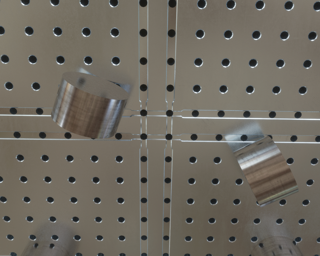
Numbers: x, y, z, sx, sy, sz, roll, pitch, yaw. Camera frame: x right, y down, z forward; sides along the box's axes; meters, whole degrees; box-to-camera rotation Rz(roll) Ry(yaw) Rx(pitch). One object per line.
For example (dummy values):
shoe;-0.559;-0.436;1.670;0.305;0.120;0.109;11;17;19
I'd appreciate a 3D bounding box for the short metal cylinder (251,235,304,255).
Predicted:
short metal cylinder;0.188;0.217;0.482;0.081;0.050;0.079;0;110;0

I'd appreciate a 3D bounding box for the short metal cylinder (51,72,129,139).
short metal cylinder;-0.083;-0.029;0.373;0.080;0.080;0.050;20;109;-7

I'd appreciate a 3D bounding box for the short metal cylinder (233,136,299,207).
short metal cylinder;0.137;0.057;0.406;0.050;0.080;0.080;-26;108;9

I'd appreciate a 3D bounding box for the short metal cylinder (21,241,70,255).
short metal cylinder;-0.185;0.225;0.481;0.081;0.050;0.079;0;110;0
